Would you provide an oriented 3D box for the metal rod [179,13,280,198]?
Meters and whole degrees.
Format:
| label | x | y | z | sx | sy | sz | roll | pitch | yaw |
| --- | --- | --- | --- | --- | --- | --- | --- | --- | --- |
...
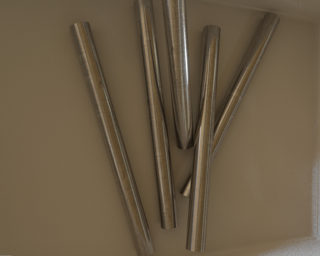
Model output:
| label | x | y | z | sx | sy | sz | roll | pitch | yaw |
| --- | --- | --- | --- | --- | --- | --- | --- | --- | --- |
| metal rod | 0.105 | -0.037 | 0.450 | 0.025 | 0.025 | 0.299 | 30 | 80 | -18 |

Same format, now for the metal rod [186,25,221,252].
| label | x | y | z | sx | sy | sz | roll | pitch | yaw |
| --- | --- | --- | --- | --- | --- | --- | --- | --- | --- |
| metal rod | 0.059 | 0.006 | 0.414 | 0.025 | 0.025 | 0.298 | 9 | 80 | -20 |

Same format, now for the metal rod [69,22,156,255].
| label | x | y | z | sx | sy | sz | roll | pitch | yaw |
| --- | --- | --- | --- | --- | --- | --- | --- | --- | --- |
| metal rod | -0.058 | 0.019 | 0.389 | 0.025 | 0.025 | 0.298 | -18 | 96 | -20 |

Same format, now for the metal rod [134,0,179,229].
| label | x | y | z | sx | sy | sz | roll | pitch | yaw |
| --- | --- | --- | --- | --- | --- | --- | --- | --- | --- |
| metal rod | -0.004 | -0.017 | 0.409 | 0.025 | 0.025 | 0.298 | -8 | 93 | -20 |

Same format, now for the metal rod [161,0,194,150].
| label | x | y | z | sx | sy | sz | roll | pitch | yaw |
| --- | --- | --- | --- | --- | --- | --- | --- | --- | --- |
| metal rod | 0.018 | -0.100 | 0.343 | 0.025 | 0.025 | 0.298 | -21 | 127 | -19 |
